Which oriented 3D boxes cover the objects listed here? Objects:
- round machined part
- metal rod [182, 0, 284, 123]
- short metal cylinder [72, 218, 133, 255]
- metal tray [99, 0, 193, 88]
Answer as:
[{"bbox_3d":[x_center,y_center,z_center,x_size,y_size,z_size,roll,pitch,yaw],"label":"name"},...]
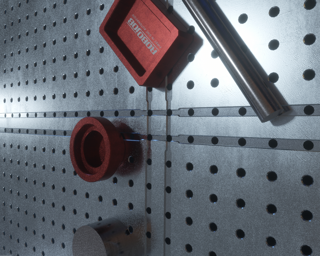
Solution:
[{"bbox_3d":[-0.092,0.031,0.475,0.098,0.042,0.097,0,90,40],"label":"round machined part"},{"bbox_3d":[0.051,-0.137,0.367,0.025,0.025,0.299,-41,65,32],"label":"metal rod"},{"bbox_3d":[-0.086,0.181,0.465,0.080,0.050,0.080,0,90,40],"label":"short metal cylinder"},{"bbox_3d":[-0.025,-0.130,0.426,0.090,0.030,0.130,-51,60,28],"label":"metal tray"}]
